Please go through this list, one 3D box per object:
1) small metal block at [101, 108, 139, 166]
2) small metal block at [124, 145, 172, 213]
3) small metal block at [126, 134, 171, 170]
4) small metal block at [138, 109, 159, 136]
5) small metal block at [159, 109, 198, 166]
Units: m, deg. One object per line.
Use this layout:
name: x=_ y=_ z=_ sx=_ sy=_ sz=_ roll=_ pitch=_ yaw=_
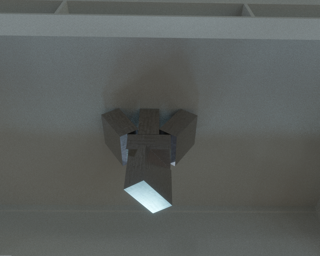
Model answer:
small metal block: x=-0.050 y=0.011 z=0.395 sx=0.025 sy=0.050 sz=0.050 roll=-23 pitch=136 yaw=-25
small metal block: x=-0.012 y=0.056 z=0.338 sx=0.025 sy=0.050 sz=0.050 roll=-28 pitch=125 yaw=22
small metal block: x=-0.013 y=0.035 z=0.369 sx=0.050 sy=0.025 sz=0.050 roll=0 pitch=130 yaw=-1
small metal block: x=-0.014 y=0.010 z=0.398 sx=0.025 sy=0.050 sz=0.050 roll=1 pitch=130 yaw=-1
small metal block: x=0.023 y=0.012 z=0.398 sx=0.025 sy=0.050 sz=0.050 roll=24 pitch=135 yaw=25
